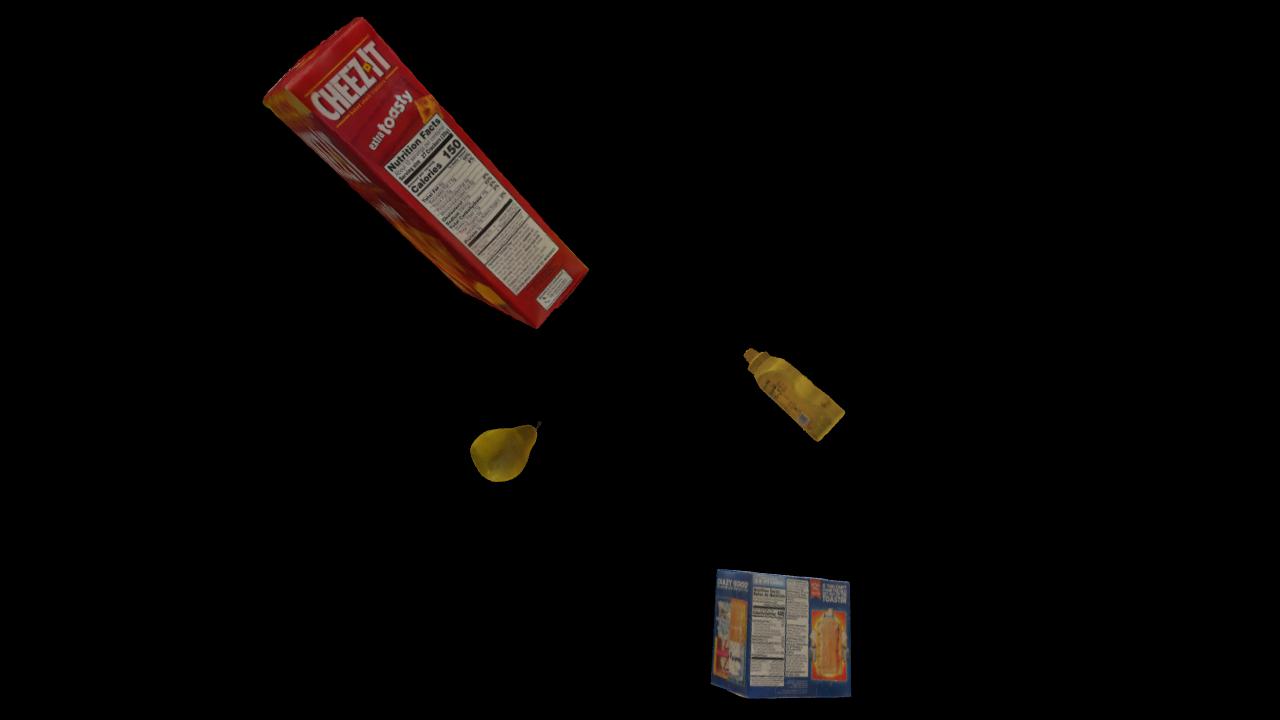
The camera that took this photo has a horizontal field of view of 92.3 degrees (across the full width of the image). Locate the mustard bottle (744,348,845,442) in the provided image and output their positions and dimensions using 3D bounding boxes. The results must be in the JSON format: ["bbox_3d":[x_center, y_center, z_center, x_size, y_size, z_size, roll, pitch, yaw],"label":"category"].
[{"bbox_3d":[0.239,0.047,0.994,0.054,0.184,0.092,-41,-18,-15],"label":"mustard bottle"}]

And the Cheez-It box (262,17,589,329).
[{"bbox_3d":[-0.163,-0.131,0.470,0.166,0.071,0.223,25,-18,51],"label":"Cheez-It box"}]

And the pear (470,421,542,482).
[{"bbox_3d":[-0.172,0.118,0.842,0.111,0.080,0.080,-29,15,-29],"label":"pear"}]

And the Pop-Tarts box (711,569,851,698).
[{"bbox_3d":[0.184,0.352,0.796,0.167,0.141,0.083,14,-19,-26],"label":"Pop-Tarts box"}]
